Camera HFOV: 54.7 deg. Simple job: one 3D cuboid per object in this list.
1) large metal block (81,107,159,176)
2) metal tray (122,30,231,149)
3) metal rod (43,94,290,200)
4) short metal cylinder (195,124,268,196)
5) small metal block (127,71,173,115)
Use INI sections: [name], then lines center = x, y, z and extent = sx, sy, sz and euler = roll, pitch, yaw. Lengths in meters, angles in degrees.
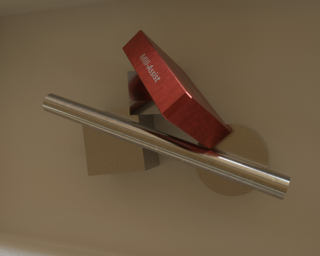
[large metal block]
center = -0.052, 0.017, 0.413
extent = 0.080, 0.050, 0.080
euler = -8, 87, 19
[metal tray]
center = 0.016, -0.044, 0.342
extent = 0.030, 0.090, 0.130
euler = -42, 47, 14
[metal rod]
center = -0.009, 0.014, 0.357
extent = 0.301, 0.025, 0.025
euler = 19, 96, 18
[short metal cylinder]
center = 0.086, 0.035, 0.365
extent = 0.080, 0.050, 0.079
euler = 0, 90, 19
[small metal block]
center = -0.013, -0.044, 0.377
extent = 0.050, 0.025, 0.050
euler = -3, 53, -7
